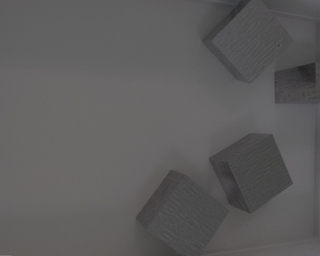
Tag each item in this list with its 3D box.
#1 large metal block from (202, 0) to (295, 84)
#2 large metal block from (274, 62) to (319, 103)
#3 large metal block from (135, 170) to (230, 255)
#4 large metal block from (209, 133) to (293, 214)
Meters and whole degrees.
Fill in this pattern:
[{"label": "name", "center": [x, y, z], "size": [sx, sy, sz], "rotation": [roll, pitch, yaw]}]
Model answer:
[{"label": "large metal block", "center": [0.119, -0.120, 0.428], "size": [0.080, 0.050, 0.080], "rotation": [43, 96, -15]}, {"label": "large metal block", "center": [0.233, -0.064, 0.467], "size": [0.081, 0.080, 0.050], "rotation": [-1, 91, -20]}, {"label": "large metal block", "center": [0.029, 0.114, 0.408], "size": [0.080, 0.050, 0.080], "rotation": [41, 77, -16]}, {"label": "large metal block", "center": [0.130, 0.062, 0.445], "size": [0.080, 0.050, 0.080], "rotation": [-28, 100, -18]}]
